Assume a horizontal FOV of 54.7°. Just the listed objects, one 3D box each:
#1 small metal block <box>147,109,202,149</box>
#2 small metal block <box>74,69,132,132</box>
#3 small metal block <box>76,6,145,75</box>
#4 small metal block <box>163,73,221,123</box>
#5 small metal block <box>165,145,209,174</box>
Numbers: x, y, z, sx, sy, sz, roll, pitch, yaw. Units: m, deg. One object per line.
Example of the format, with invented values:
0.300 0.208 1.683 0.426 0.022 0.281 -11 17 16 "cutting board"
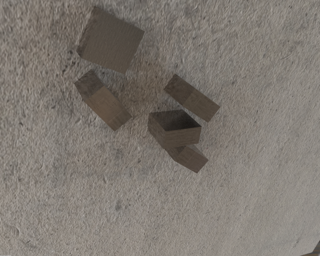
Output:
0.018 0.000 0.400 0.050 0.050 0.025 -7 122 -25 "small metal block"
-0.062 -0.031 0.337 0.025 0.050 0.050 -41 130 -1 "small metal block"
-0.052 -0.090 0.323 0.050 0.025 0.050 16 110 -35 "small metal block"
0.040 -0.038 0.389 0.050 0.050 0.025 29 102 -38 "small metal block"
0.032 0.031 0.427 0.050 0.050 0.025 33 100 -38 "small metal block"
